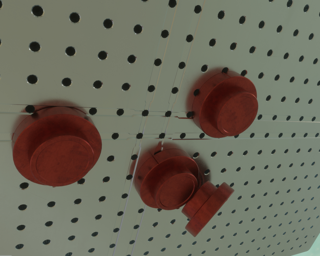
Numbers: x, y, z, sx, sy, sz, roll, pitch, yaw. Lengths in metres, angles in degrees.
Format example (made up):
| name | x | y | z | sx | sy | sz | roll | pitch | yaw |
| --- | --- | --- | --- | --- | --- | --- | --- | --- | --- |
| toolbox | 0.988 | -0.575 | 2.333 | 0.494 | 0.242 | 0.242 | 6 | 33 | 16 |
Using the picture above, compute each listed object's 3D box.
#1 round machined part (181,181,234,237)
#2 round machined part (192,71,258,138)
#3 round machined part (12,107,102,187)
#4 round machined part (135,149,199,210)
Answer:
| name | x | y | z | sx | sy | sz | roll | pitch | yaw |
| --- | --- | --- | --- | --- | --- | --- | --- | --- | --- |
| round machined part | 0.072 | 0.124 | 0.500 | 0.098 | 0.042 | 0.098 | -43 | 161 | -19 |
| round machined part | 0.099 | -0.027 | 0.440 | 0.099 | 0.042 | 0.097 | -14 | 125 | -21 |
| round machined part | -0.115 | 0.028 | 0.356 | 0.099 | 0.042 | 0.097 | -14 | 125 | -21 |
| round machined part | 0.016 | 0.083 | 0.463 | 0.099 | 0.042 | 0.097 | -14 | 125 | -21 |
